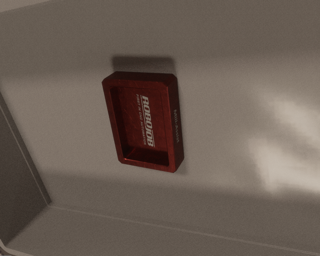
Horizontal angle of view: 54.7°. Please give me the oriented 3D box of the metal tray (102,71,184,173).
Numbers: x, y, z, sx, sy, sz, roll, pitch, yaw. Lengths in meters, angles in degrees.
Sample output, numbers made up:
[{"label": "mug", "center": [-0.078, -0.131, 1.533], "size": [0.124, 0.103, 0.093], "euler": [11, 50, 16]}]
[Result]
[{"label": "metal tray", "center": [-0.020, -0.007, 0.409], "size": [0.090, 0.030, 0.129], "euler": [7, 122, 24]}]
